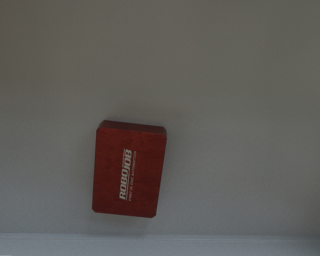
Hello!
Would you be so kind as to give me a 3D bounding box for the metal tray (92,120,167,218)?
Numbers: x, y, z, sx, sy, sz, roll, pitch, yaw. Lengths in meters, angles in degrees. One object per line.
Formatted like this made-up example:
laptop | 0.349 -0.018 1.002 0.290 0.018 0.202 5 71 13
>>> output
metal tray | -0.043 0.059 0.430 0.091 0.030 0.129 7 110 -3
